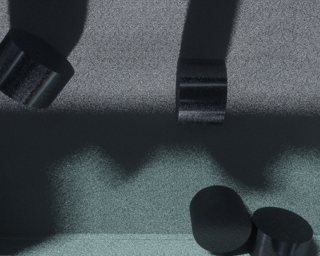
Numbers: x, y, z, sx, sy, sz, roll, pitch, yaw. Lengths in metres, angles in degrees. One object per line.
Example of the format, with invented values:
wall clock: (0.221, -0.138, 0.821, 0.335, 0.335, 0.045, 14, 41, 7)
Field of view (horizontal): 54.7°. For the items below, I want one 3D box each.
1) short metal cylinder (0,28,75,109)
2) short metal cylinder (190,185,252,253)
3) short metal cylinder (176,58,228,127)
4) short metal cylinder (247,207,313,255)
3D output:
short metal cylinder: (-0.147, -0.068, 0.356, 0.080, 0.080, 0.050, 39, 106, -13)
short metal cylinder: (0.085, 0.130, 0.447, 0.081, 0.050, 0.079, 0, 110, 0)
short metal cylinder: (0.046, -0.042, 0.367, 0.050, 0.080, 0.079, 1, 110, -1)
short metal cylinder: (0.169, 0.157, 0.441, 0.081, 0.080, 0.050, 4, 110, -2)
